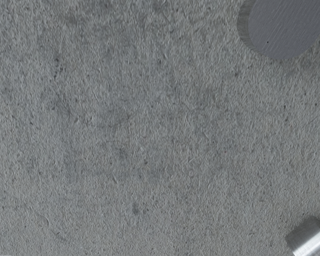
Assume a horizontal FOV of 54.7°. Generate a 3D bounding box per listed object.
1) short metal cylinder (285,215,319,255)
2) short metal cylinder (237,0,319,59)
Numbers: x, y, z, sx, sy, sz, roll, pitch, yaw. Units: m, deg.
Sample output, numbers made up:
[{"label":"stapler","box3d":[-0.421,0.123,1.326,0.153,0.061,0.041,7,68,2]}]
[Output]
[{"label":"short metal cylinder","box3d":[0.230,0.175,0.447,0.080,0.080,0.050,40,105,-14]},{"label":"short metal cylinder","box3d":[0.134,-0.122,0.353,0.081,0.050,0.079,0,110,0]}]
